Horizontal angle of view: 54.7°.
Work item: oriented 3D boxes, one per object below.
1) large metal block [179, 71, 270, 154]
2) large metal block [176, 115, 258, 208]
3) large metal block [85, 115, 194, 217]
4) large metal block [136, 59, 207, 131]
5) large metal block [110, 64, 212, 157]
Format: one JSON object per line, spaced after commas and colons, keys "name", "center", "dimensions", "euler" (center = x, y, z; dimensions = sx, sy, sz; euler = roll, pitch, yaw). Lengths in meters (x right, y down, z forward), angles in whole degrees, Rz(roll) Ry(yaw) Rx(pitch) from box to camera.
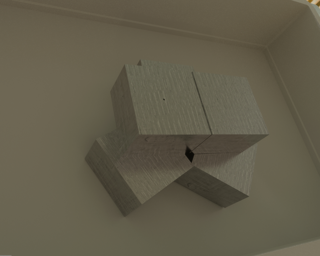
{"name": "large metal block", "center": [0.070, -0.017, 0.369], "dimensions": [0.081, 0.050, 0.080], "euler": [1, 62, -28]}
{"name": "large metal block", "center": [0.072, 0.043, 0.399], "dimensions": [0.080, 0.050, 0.080], "euler": [30, 52, -9]}
{"name": "large metal block", "center": [-0.024, 0.039, 0.351], "dimensions": [0.081, 0.050, 0.080], "euler": [-29, 78, -37]}
{"name": "large metal block", "center": [0.008, -0.041, 0.417], "dimensions": [0.081, 0.050, 0.080], "euler": [1, 61, -28]}
{"name": "large metal block", "center": [-0.002, -0.017, 0.333], "dimensions": [0.081, 0.050, 0.080], "euler": [1, 62, -28]}
